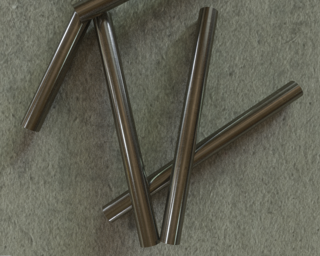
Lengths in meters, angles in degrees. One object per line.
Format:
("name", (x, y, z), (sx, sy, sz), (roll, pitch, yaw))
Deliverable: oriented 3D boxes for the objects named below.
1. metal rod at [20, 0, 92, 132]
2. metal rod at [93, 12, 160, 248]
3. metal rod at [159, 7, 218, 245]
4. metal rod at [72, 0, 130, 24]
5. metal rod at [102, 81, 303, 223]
("metal rod", (-0.108, -0.135, 0.408), (0.025, 0.025, 0.299), (25, 90, -1))
("metal rod", (-0.044, -0.004, 0.393), (0.025, 0.025, 0.298), (-13, 84, 0))
("metal rod", (0.038, -0.009, 0.391), (0.025, 0.025, 0.299), (10, 82, -1))
("metal rod", (0.029, -0.213, 0.397), (0.301, 0.025, 0.025), (-29, 90, -6))
("metal rod", (0.056, 0.031, 0.410), (0.301, 0.025, 0.025), (-34, 90, -1))
